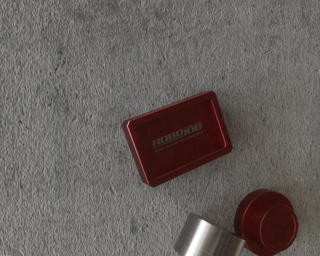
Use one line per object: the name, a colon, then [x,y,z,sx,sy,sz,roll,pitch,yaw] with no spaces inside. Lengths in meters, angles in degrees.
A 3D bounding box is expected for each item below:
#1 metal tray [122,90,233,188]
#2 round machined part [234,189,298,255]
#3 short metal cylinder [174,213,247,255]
metal tray: [0.026,0.012,0.415,0.131,0.030,0.090,-22,97,-19]
round machined part: [0.164,0.144,0.461,0.099,0.042,0.097,0,90,-20]
short metal cylinder: [0.065,0.151,0.404,0.080,0.080,0.050,29,81,-18]
